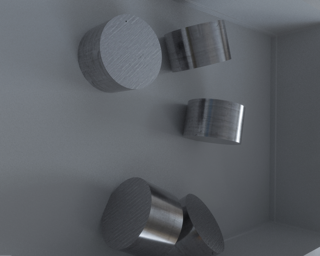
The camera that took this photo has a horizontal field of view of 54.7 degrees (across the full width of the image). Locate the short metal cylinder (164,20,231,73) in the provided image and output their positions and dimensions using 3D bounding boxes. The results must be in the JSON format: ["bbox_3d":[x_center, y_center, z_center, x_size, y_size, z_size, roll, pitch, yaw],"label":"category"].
[{"bbox_3d":[0.050,-0.108,0.412,0.081,0.080,0.050,-22,104,-38],"label":"short metal cylinder"}]

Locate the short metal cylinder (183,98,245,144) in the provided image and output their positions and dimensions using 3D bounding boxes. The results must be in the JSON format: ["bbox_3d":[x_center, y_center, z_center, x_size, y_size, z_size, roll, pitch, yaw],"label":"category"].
[{"bbox_3d":[0.076,-0.007,0.434,0.081,0.080,0.050,14,81,-39],"label":"short metal cylinder"}]

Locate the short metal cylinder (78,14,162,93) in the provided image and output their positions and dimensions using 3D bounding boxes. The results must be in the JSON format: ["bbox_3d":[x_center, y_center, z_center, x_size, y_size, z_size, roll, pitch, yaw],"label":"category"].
[{"bbox_3d":[-0.045,-0.082,0.352,0.081,0.050,0.080,0,90,-40],"label":"short metal cylinder"}]

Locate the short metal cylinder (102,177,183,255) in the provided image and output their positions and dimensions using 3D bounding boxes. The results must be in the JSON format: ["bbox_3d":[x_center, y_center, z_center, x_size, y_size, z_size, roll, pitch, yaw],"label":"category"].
[{"bbox_3d":[-0.021,0.103,0.353,0.050,0.080,0.080,34,69,-35],"label":"short metal cylinder"}]

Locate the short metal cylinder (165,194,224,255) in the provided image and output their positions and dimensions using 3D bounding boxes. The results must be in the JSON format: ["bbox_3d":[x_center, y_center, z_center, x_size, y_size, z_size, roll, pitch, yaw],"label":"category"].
[{"bbox_3d":[0.037,0.132,0.395,0.080,0.050,0.080,47,18,-20],"label":"short metal cylinder"}]
